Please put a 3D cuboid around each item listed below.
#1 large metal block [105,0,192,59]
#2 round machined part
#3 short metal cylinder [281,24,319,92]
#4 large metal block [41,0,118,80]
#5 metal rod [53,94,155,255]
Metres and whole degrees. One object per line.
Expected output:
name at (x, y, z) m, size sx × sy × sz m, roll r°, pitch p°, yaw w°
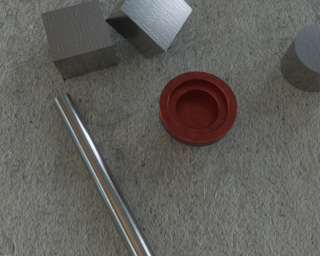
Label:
large metal block at (-0.015, -0.158, 0.433) m, size 0.080 × 0.050 × 0.080 m, roll 39°, pitch 70°, yaw -25°
round machined part at (0.048, -0.022, 0.408) m, size 0.099 × 0.042 × 0.098 m, roll 0°, pitch 70°, yaw -1°
short metal cylinder at (0.219, -0.097, 0.433) m, size 0.081 × 0.050 × 0.080 m, roll 0°, pitch 70°, yaw 0°
large metal block at (-0.112, -0.124, 0.439) m, size 0.081 × 0.050 × 0.080 m, roll -17°, pitch 71°, yaw -7°
metal rod at (-0.058, 0.084, 0.376) m, size 0.025 × 0.025 × 0.299 m, roll -28°, pitch 73°, yaw -10°
